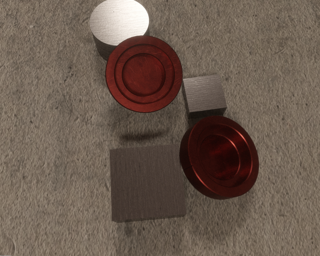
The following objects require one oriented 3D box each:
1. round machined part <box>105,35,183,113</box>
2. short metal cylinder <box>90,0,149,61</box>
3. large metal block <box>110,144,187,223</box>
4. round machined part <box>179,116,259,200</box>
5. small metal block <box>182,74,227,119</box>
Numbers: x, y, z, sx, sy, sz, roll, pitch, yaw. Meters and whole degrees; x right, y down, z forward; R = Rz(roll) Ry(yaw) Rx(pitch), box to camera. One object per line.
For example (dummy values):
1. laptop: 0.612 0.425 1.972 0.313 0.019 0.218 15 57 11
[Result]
1. round machined part: -0.022 -0.069 0.411 0.099 0.042 0.097 -1 94 -10
2. short metal cylinder: -0.055 -0.137 0.444 0.081 0.050 0.080 0 70 0
3. large metal block: -0.015 0.067 0.370 0.081 0.050 0.080 -5 70 -2
4. round machined part: 0.067 0.038 0.374 0.099 0.042 0.098 10 65 -23
5. small metal block: 0.060 -0.043 0.425 0.050 0.025 0.050 -8 70 -3
